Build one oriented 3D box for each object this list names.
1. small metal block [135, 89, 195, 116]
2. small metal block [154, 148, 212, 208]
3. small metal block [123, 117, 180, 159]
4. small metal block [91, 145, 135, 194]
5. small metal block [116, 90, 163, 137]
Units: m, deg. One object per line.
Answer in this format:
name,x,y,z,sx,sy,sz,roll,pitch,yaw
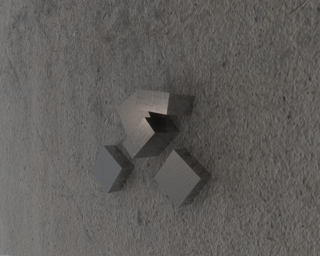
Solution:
small metal block,0.006,-0.032,0.384,0.050,0.050,0.025,13,98,39
small metal block,0.027,0.061,0.383,0.050,0.025,0.050,47,118,30
small metal block,-0.010,0.013,0.397,0.050,0.050,0.025,-49,61,29
small metal block,-0.072,0.061,0.465,0.050,0.025,0.050,45,117,31
small metal block,-0.028,-0.019,0.428,0.050,0.025,0.050,-35,69,34
